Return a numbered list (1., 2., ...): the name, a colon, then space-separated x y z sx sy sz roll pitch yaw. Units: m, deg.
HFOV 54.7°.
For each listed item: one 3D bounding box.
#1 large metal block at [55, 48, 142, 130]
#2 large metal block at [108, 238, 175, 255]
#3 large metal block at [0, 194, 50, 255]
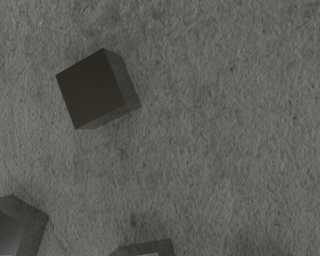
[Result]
1. large metal block: -0.083 -0.050 0.424 0.080 0.050 0.080 -24 82 18
2. large metal block: -0.020 0.197 0.402 0.080 0.050 0.080 -17 85 19
3. large metal block: -0.229 0.160 0.474 0.080 0.050 0.080 22 97 18
